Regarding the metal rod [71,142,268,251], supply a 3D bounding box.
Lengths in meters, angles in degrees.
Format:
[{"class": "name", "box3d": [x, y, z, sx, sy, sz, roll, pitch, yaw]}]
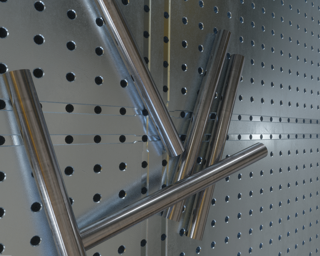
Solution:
[{"class": "metal rod", "box3d": [0.033, 0.080, 0.408, 0.302, 0.025, 0.025, -20, 103, -29]}]

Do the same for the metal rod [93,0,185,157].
[{"class": "metal rod", "box3d": [-0.037, -0.094, 0.379, 0.025, 0.025, 0.299, -39, 114, -33]}]

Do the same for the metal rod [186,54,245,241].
[{"class": "metal rod", "box3d": [0.090, 0.021, 0.487, 0.025, 0.025, 0.299, 27, 73, -37]}]

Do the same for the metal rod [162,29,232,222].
[{"class": "metal rod", "box3d": [0.059, -0.013, 0.460, 0.025, 0.025, 0.299, 29, 72, -37]}]

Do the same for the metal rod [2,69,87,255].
[{"class": "metal rod", "box3d": [-0.098, 0.091, 0.308, 0.025, 0.025, 0.298, -19, 97, -39]}]
